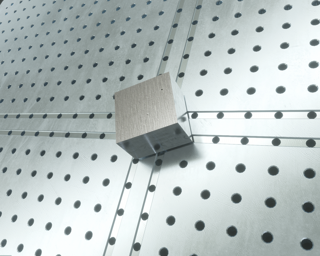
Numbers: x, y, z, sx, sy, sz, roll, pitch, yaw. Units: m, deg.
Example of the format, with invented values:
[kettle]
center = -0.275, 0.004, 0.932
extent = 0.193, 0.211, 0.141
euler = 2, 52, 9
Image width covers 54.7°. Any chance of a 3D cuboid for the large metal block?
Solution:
[large metal block]
center = -0.010, -0.015, 0.402
extent = 0.080, 0.050, 0.080
euler = -19, 55, 17
